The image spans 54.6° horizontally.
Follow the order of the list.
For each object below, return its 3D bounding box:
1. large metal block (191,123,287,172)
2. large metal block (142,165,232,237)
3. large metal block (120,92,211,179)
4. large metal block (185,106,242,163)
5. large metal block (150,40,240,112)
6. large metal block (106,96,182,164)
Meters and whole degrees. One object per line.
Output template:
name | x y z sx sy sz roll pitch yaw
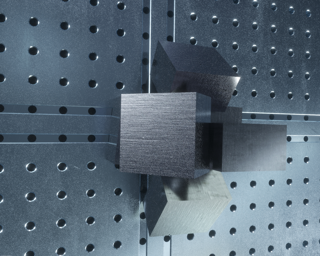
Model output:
large metal block | 0.087 0.020 0.362 0.081 0.080 0.050 2 89 -20
large metal block | 0.030 0.091 0.388 0.081 0.050 0.079 2 134 -20
large metal block | 0.007 0.006 0.324 0.080 0.050 0.080 1 90 25
large metal block | 0.062 0.010 0.421 0.081 0.050 0.080 3 89 -20
large metal block | 0.040 -0.066 0.390 0.081 0.080 0.050 2 128 -20
large metal block | -0.019 0.006 0.393 0.081 0.050 0.080 7 88 -20
